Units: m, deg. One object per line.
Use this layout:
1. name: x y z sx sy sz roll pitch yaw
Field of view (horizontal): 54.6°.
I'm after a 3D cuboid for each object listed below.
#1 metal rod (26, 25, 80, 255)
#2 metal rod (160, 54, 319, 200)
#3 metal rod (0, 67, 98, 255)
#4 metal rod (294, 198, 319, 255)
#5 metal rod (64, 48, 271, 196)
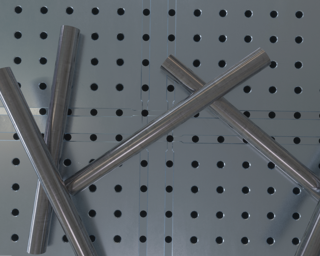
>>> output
1. metal rod: -0.141 0.015 0.412 0.025 0.025 0.298 9 90 0
2. metal rod: 0.123 0.007 0.414 0.300 0.025 0.025 40 90 0
3. metal rod: -0.135 0.069 0.389 0.025 0.025 0.299 -22 99 0
4. metal rod: 0.237 0.048 0.394 0.025 0.025 0.300 29 82 0
5. metal rod: 0.004 -0.004 0.395 0.300 0.025 0.025 -34 90 7
